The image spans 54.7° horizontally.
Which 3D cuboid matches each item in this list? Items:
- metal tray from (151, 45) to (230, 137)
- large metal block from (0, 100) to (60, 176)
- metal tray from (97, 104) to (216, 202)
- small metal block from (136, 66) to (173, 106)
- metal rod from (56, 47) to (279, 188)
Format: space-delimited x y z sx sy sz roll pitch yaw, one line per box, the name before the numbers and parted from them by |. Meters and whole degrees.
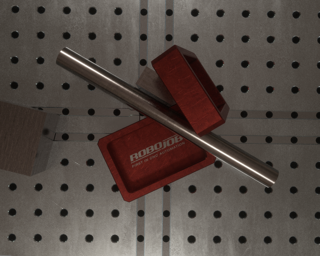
metal tray | 0.042 -0.046 0.360 0.030 0.130 0.090 -33 90 17
large metal block | -0.186 0.010 0.398 0.080 0.050 0.080 14 90 -1
metal tray | -0.004 0.029 0.410 0.131 0.030 0.090 -25 90 -1
small metal block | -0.002 -0.052 0.401 0.050 0.050 0.025 31 90 0
metal rod | 0.010 -0.013 0.383 0.301 0.025 0.025 30 90 -1
